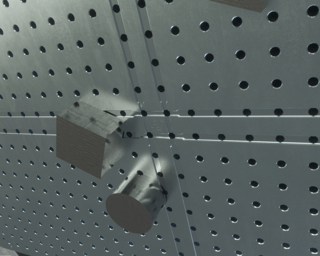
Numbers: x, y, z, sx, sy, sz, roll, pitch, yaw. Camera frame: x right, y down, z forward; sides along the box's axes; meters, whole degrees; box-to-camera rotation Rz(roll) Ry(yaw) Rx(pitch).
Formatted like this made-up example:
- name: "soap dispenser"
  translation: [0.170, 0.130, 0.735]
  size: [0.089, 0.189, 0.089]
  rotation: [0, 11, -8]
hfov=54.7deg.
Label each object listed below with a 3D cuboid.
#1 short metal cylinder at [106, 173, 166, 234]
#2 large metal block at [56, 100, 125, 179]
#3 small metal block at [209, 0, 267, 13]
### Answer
- name: "short metal cylinder"
  translation: [-0.038, 0.118, 0.488]
  size: [0.080, 0.050, 0.079]
  rotation: [13, 124, 21]
- name: "large metal block"
  translation: [-0.105, 0.017, 0.461]
  size: [0.080, 0.050, 0.079]
  rotation: [24, 127, 13]
- name: "small metal block"
  translation: [0.078, -0.139, 0.284]
  size: [0.050, 0.025, 0.050]
  rotation: [20, 126, 16]
